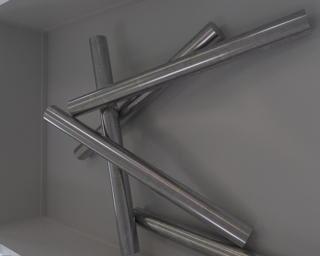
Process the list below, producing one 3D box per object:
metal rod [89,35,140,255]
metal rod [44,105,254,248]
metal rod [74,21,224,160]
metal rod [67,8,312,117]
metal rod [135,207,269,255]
[{"bbox_3d":[-0.064,0.017,0.425,0.025,0.025,0.298,-17,79,39],"label":"metal rod"},{"bbox_3d":[-0.029,0.048,0.382,0.300,0.025,0.025,29,109,20],"label":"metal rod"},{"bbox_3d":[-0.034,-0.035,0.434,0.299,0.025,0.025,-38,67,33],"label":"metal rod"},{"bbox_3d":[0.011,-0.064,0.360,0.300,0.025,0.025,-16,80,27],"label":"metal rod"},{"bbox_3d":[0.081,0.139,0.339,0.300,0.025,0.025,8,95,39],"label":"metal rod"}]
